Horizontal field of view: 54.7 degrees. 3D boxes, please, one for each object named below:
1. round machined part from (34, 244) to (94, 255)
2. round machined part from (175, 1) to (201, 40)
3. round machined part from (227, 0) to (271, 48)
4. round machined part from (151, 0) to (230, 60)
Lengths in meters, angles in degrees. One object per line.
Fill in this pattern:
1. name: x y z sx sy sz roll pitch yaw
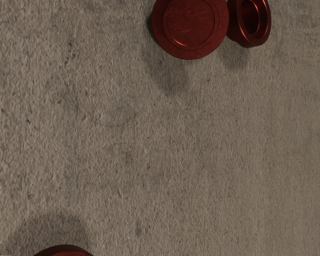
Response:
1. round machined part: -0.105 0.165 0.307 0.099 0.042 0.097 0 90 -40
2. round machined part: 0.056 -0.163 0.442 0.099 0.042 0.097 0 90 -40
3. round machined part: 0.140 -0.182 0.513 0.099 0.042 0.097 0 90 -40
4. round machined part: 0.038 -0.135 0.390 0.042 0.098 0.098 -84 152 -68
